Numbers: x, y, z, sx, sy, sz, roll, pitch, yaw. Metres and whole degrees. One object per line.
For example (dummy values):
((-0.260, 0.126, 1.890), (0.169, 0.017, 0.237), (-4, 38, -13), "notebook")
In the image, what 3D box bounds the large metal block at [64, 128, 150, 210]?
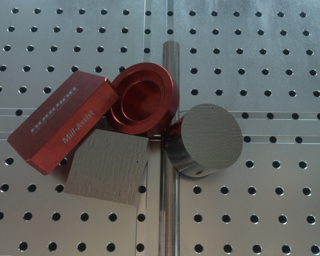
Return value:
((-0.060, 0.050, 0.379), (0.080, 0.050, 0.080), (10, 70, 3), "large metal block")

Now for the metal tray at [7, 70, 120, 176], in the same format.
((-0.121, -0.013, 0.387), (0.130, 0.030, 0.090), (-50, 39, -16), "metal tray")

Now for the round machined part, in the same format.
((-0.020, -0.032, 0.400), (0.098, 0.042, 0.098), (-9, 67, 23), "round machined part")

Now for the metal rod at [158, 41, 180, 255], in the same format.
((0.013, 0.019, 0.405), (0.025, 0.025, 0.299), (1, 70, 0), "metal rod")

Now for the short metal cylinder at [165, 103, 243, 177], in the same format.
((0.053, 0.016, 0.379), (0.081, 0.050, 0.080), (7, 69, -19), "short metal cylinder")
